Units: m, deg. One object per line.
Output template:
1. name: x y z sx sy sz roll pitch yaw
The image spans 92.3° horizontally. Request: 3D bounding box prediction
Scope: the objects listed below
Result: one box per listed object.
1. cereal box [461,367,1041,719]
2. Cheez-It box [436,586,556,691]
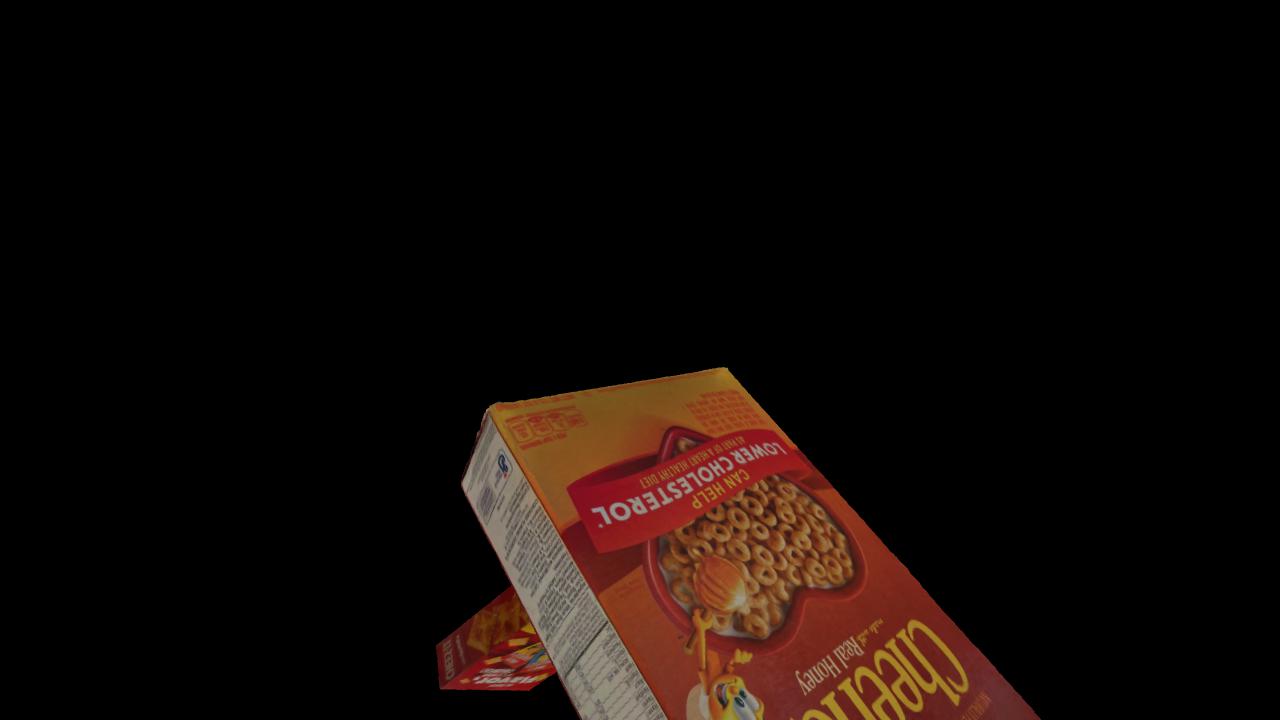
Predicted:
1. cereal box: 0.061 0.139 0.333 0.203 0.081 0.306 -7 47 -42
2. Cheez-It box: -0.147 0.380 0.858 0.223 0.071 0.166 -41 -44 17
